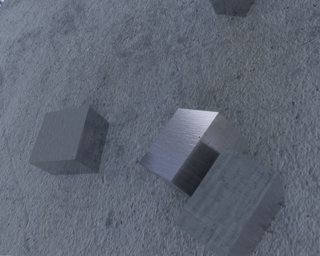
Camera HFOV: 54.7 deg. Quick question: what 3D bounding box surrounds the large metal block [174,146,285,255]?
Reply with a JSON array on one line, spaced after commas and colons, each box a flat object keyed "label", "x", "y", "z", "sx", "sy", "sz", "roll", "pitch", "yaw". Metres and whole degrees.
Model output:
[{"label": "large metal block", "x": 0.069, "y": 0.075, "z": 0.285, "sx": 0.050, "sy": 0.080, "sz": 0.080, "roll": 29, "pitch": 78, "yaw": 35}]

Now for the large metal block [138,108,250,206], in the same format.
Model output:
[{"label": "large metal block", "x": 0.033, "y": 0.027, "z": 0.333, "sx": 0.080, "sy": 0.050, "sz": 0.080, "roll": -54, "pitch": 24, "yaw": -11}]

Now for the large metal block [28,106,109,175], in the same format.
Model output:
[{"label": "large metal block", "x": -0.127, "y": 0.020, "z": 0.443, "sx": 0.080, "sy": 0.050, "sz": 0.080, "roll": -6, "pitch": 59, "yaw": 25}]

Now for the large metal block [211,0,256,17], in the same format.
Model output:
[{"label": "large metal block", "x": 0.110, "y": -0.222, "z": 0.447, "sx": 0.050, "sy": 0.080, "sz": 0.080, "roll": 23, "pitch": 74, "yaw": 36}]
